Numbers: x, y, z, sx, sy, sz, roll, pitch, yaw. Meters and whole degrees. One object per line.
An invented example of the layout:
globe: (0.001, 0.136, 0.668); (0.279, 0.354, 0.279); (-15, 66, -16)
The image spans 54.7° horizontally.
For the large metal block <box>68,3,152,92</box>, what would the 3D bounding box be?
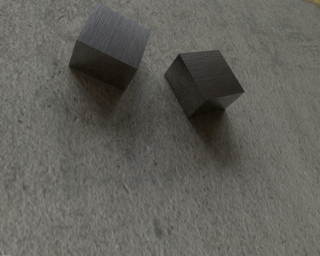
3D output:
large metal block: (-0.066, -0.109, 0.420); (0.080, 0.050, 0.080); (24, 53, -14)

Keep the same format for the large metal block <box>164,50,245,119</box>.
large metal block: (0.066, -0.068, 0.467); (0.081, 0.050, 0.080); (-14, 69, -34)
